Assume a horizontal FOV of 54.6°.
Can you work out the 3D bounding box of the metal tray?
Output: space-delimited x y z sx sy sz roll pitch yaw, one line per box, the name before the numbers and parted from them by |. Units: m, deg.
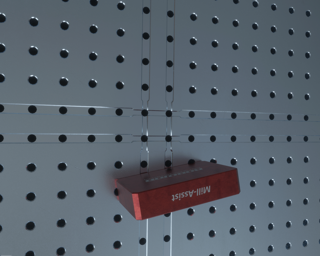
metal tray | 0.020 0.072 0.385 0.131 0.090 0.030 -10 94 -20
